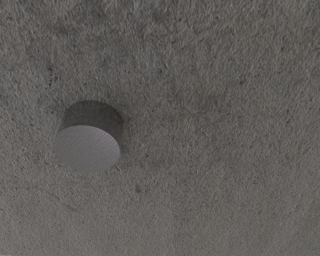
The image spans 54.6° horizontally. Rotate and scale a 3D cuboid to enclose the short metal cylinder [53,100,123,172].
[{"bbox_3d":[-0.090,0.011,0.399,0.080,0.050,0.080,0,130,0],"label":"short metal cylinder"}]
